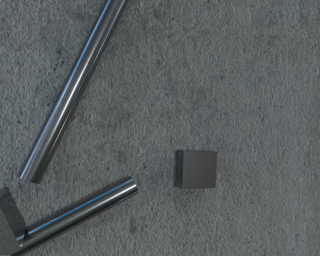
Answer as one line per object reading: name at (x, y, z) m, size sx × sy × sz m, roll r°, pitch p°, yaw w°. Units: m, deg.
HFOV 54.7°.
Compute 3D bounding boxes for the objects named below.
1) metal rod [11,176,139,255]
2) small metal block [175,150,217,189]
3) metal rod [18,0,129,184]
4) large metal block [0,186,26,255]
metal rod at (-0.163, 0.134, 0.349) m, size 0.302 × 0.025 × 0.025 m, roll -25°, pitch 99°, yaw -19°
small metal block at (0.050, 0.057, 0.429) m, size 0.050 × 0.025 × 0.050 m, roll 3°, pitch 89°, yaw -20°
metal rod at (-0.090, -0.077, 0.375) m, size 0.025 × 0.025 × 0.299 m, roll 26°, pitch 81°, yaw -19°
large metal block at (-0.188, 0.106, 0.311) m, size 0.081 × 0.080 × 0.050 m, roll -25°, pitch 99°, yaw -19°
